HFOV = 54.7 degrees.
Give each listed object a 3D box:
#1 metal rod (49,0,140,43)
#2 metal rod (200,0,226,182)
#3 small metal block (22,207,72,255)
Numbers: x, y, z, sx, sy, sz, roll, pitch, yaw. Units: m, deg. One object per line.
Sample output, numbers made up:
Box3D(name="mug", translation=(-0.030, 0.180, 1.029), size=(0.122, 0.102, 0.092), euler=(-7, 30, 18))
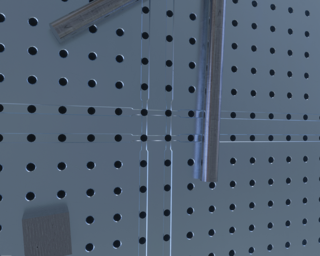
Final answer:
Box3D(name="metal rod", translation=(-0.006, -0.196, 0.409), size=(0.301, 0.025, 0.025), euler=(-35, 102, -17))
Box3D(name="metal rod", translation=(0.076, -0.074, 0.440), size=(0.025, 0.025, 0.298), euler=(3, 89, -20))
Box3D(name="small metal block", translation=(-0.132, 0.124, 0.364), size=(0.050, 0.025, 0.050), euler=(-4, 92, -20))
